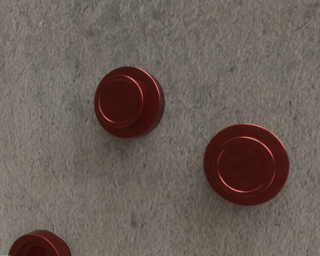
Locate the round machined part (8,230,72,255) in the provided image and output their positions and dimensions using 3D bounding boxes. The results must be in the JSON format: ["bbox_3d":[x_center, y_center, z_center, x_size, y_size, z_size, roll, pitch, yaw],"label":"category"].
[{"bbox_3d":[-0.172,0.199,0.459,0.098,0.042,0.097,0,90,19],"label":"round machined part"}]

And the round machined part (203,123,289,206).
[{"bbox_3d":[0.100,0.043,0.365,0.098,0.042,0.097,0,90,19],"label":"round machined part"}]

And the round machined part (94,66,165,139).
[{"bbox_3d":[-0.046,-0.034,0.415,0.098,0.042,0.097,0,90,19],"label":"round machined part"}]
